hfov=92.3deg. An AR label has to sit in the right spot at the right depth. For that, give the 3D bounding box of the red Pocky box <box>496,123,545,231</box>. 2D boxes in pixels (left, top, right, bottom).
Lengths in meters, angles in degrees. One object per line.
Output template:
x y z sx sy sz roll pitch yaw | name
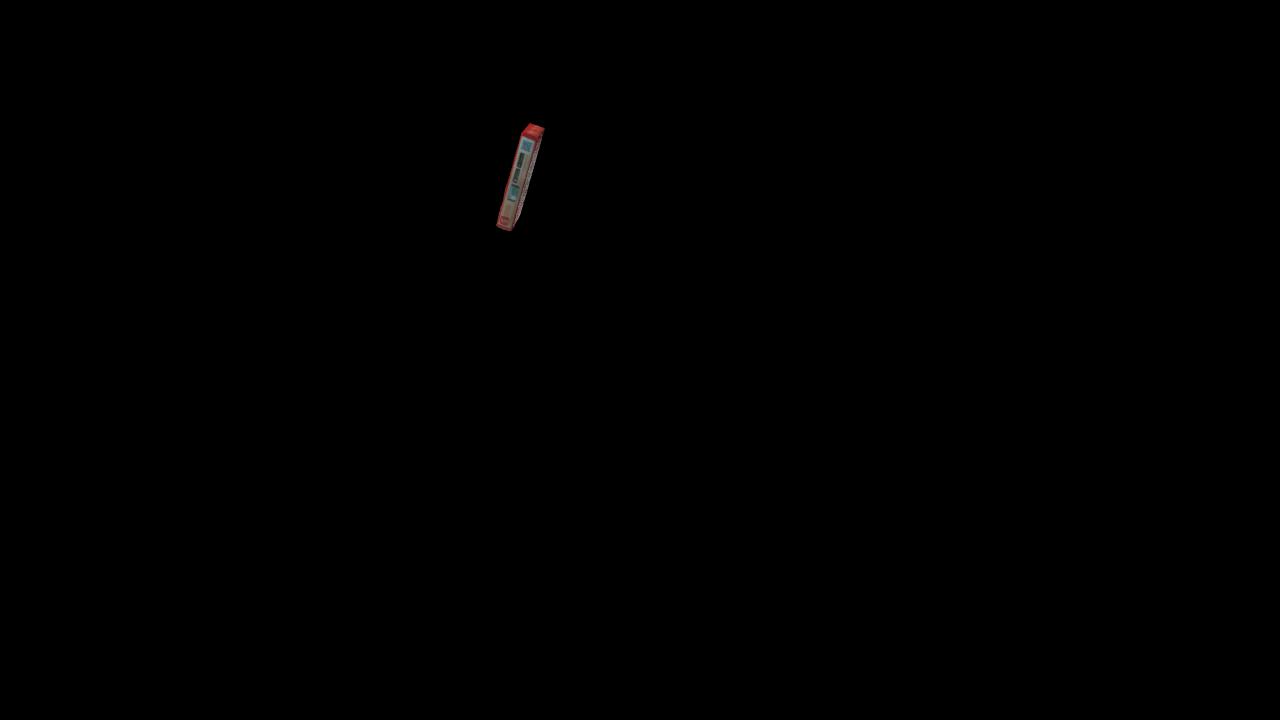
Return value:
-0.188 -0.288 0.968 0.028 0.155 0.083 19 28 -9 | red Pocky box
